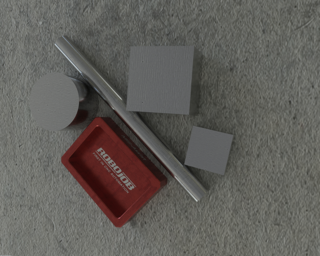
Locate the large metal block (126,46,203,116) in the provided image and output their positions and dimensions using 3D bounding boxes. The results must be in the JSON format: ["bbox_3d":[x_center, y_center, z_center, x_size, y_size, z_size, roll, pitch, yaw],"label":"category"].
[{"bbox_3d":[0.007,-0.058,0.394,0.080,0.050,0.079,5,92,19],"label":"large metal block"}]

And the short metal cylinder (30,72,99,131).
[{"bbox_3d":[-0.136,-0.036,0.443,0.080,0.050,0.079,0,90,19],"label":"short metal cylinder"}]

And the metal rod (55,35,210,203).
[{"bbox_3d":[-0.046,-0.021,0.425,0.025,0.025,0.300,-46,76,14],"label":"metal rod"}]

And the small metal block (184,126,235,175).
[{"bbox_3d":[0.063,0.027,0.388,0.050,0.025,0.050,14,95,19],"label":"small metal block"}]

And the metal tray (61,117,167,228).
[{"bbox_3d":[-0.065,0.058,0.429,0.130,0.030,0.090,46,104,14],"label":"metal tray"}]
